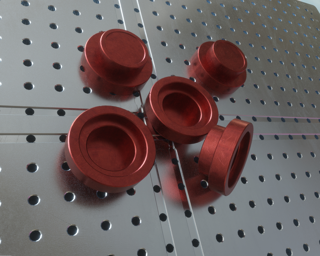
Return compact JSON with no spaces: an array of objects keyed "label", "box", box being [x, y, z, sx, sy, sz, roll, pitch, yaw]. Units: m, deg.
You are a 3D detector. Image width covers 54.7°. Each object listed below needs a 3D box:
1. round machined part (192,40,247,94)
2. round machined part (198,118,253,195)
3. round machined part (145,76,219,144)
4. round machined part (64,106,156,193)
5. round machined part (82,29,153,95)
[{"label":"round machined part","box":[0.108,-0.110,0.525,0.099,0.042,0.098,14,56,-21]},{"label":"round machined part","box":[0.083,0.034,0.399,0.042,0.097,0.098,19,45,26]},{"label":"round machined part","box":[0.026,-0.020,0.421,0.099,0.042,0.098,12,54,-17]},{"label":"round machined part","box":[-0.058,0.026,0.351,0.099,0.042,0.098,14,56,-21]},{"label":"round machined part","box":[-0.055,-0.098,0.429,0.099,0.042,0.098,14,56,-21]}]
